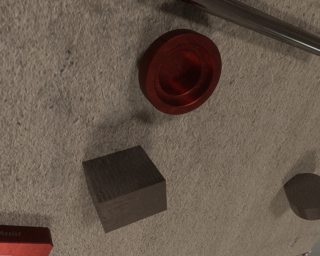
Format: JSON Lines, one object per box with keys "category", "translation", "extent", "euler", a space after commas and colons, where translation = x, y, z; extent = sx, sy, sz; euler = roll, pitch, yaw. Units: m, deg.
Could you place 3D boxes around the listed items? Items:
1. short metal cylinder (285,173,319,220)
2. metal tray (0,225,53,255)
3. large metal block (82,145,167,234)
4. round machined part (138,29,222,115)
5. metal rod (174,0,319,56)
{"category": "short metal cylinder", "translation": [0.300, 0.138, 0.625], "extent": [0.080, 0.080, 0.050], "euler": [-37, 130, -4]}
{"category": "metal tray", "translation": [-0.215, 0.166, 0.389], "extent": [0.131, 0.030, 0.089], "euler": [17, 109, -36]}
{"category": "large metal block", "translation": [-0.046, 0.073, 0.393], "extent": [0.081, 0.080, 0.050], "euler": [-16, 125, -20]}
{"category": "round machined part", "translation": [0.020, -0.068, 0.366], "extent": [0.099, 0.042, 0.097], "euler": [-14, 125, -21]}
{"category": "metal rod", "translation": [0.117, -0.136, 0.388], "extent": [0.302, 0.025, 0.025], "euler": [7, 115, -32]}
